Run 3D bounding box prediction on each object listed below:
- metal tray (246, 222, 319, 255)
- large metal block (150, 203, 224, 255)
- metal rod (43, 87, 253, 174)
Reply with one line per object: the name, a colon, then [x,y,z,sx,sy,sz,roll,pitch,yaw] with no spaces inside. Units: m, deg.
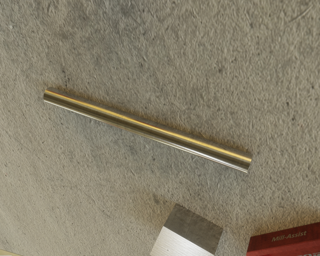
metal tray: [0.194,0.176,0.409,0.130,0.030,0.090,-30,102,37]
large metal block: [0.040,0.176,0.477,0.080,0.050,0.079,27,128,10]
metal rod: [-0.028,-0.003,0.417,0.301,0.025,0.025,19,126,16]
